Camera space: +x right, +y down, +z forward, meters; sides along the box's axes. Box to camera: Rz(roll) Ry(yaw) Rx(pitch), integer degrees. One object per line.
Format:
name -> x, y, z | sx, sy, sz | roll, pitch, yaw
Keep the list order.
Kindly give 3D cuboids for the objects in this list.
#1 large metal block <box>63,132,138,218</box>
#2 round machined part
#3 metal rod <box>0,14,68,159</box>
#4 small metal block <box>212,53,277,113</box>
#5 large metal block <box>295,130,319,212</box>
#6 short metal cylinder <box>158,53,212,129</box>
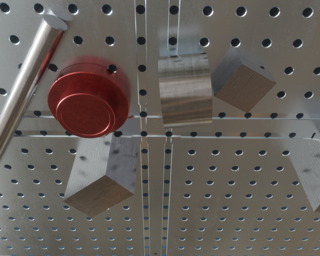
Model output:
large metal block -> -0.080, 0.064, 0.429 | 0.080, 0.080, 0.050 | -33, 123, 24
round machined part -> -0.087, -0.026, 0.378 | 0.099, 0.042, 0.097 | 0, 131, 0
metal rod -> -0.192, -0.014, 0.397 | 0.025, 0.025, 0.298 | 28, 125, -22
small metal block -> 0.099, -0.052, 0.368 | 0.050, 0.025, 0.050 | 24, 126, -19
large metal block -> 0.240, 0.061, 0.430 | 0.050, 0.080, 0.079 | 6, 130, -5
short metal cylinder -> 0.027, -0.040, 0.341 | 0.050, 0.080, 0.080 | -5, 130, 4
